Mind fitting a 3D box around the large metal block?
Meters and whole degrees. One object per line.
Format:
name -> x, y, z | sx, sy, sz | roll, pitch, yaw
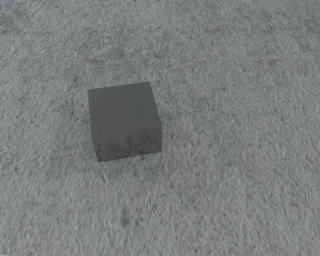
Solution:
large metal block -> -0.045, -0.009, 0.394 | 0.081, 0.050, 0.080 | -9, 51, -8
